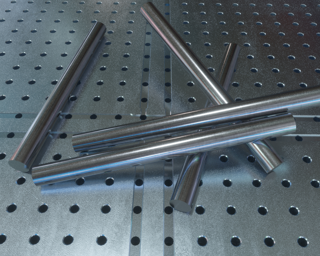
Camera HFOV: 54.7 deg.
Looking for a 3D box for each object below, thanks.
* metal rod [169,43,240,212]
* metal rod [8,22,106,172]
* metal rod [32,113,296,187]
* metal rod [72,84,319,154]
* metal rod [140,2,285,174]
[{"bbox_3d":[0.072,-0.024,0.428,0.025,0.025,0.301,15,51,12],"label":"metal rod"},{"bbox_3d":[-0.138,-0.067,0.462,0.025,0.025,0.300,9,50,7],"label":"metal rod"},{"bbox_3d":[0.005,0.025,0.360,0.302,0.025,0.025,-12,51,0],"label":"metal rod"},{"bbox_3d":[0.042,-0.009,0.376,0.302,0.025,0.025,-11,50,6],"label":"metal rod"},{"bbox_3d":[0.059,-0.068,0.422,0.025,0.025,0.299,-26,67,-20],"label":"metal rod"}]
